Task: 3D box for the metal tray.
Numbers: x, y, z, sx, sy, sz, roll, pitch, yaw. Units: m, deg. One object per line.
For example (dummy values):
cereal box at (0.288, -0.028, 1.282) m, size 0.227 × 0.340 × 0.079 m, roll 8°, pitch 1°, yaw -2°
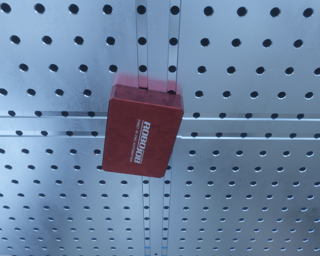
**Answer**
metal tray at (-0.027, 0.010, 0.416) m, size 0.091 × 0.030 × 0.129 m, roll 8°, pitch 130°, yaw -7°
